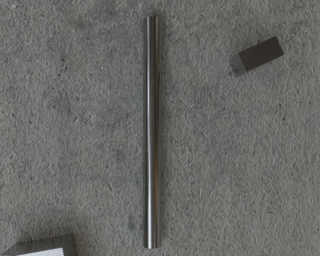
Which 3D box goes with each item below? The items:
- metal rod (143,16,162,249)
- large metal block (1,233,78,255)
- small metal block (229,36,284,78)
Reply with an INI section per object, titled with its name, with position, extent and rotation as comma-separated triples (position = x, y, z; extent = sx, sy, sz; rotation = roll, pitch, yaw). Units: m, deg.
[metal rod]
position = -0.010, 0.006, 0.409
extent = 0.025, 0.025, 0.298
rotation = 0, 90, -1
[large metal block]
position = -0.150, 0.189, 0.396
extent = 0.080, 0.050, 0.080
rotation = -10, 90, -1
[small metal block]
position = 0.122, -0.090, 0.399
extent = 0.050, 0.050, 0.025
rotation = -25, 90, 0
